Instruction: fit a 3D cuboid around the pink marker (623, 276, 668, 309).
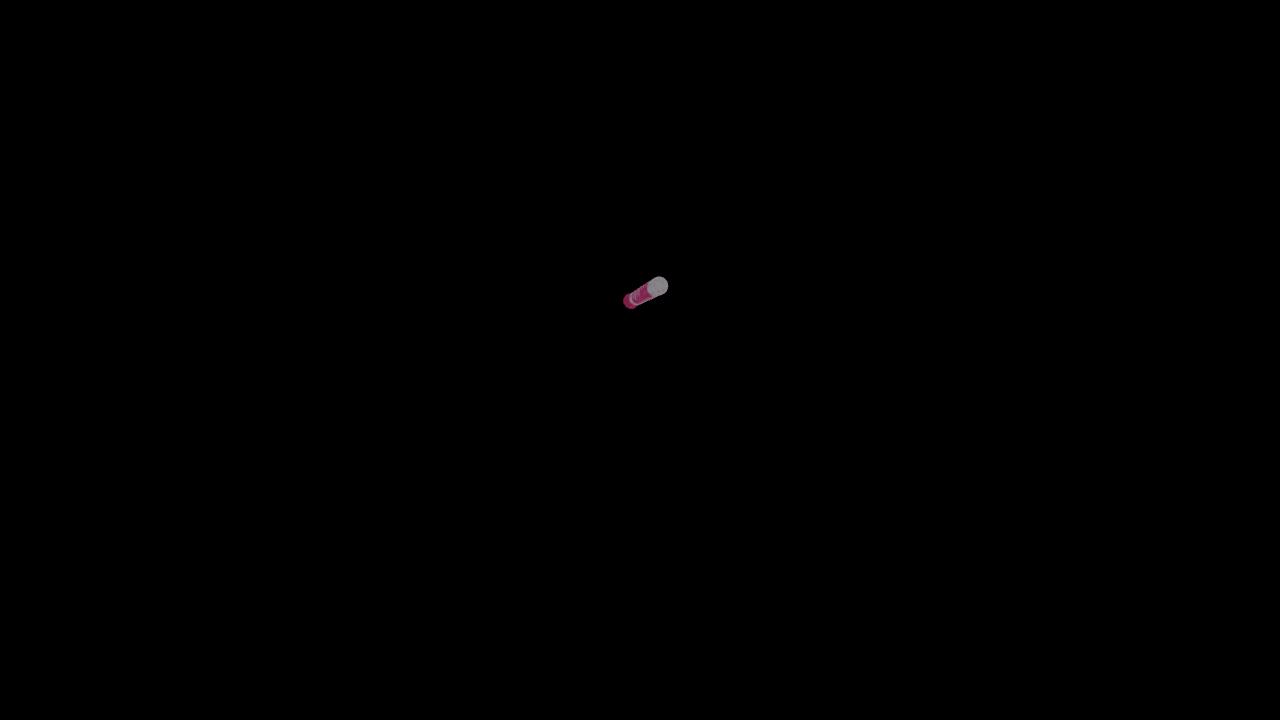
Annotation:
[{"bbox_3d":[0.004,-0.072,0.677,0.020,0.020,0.121,0,-3,-16],"label":"pink marker"}]
